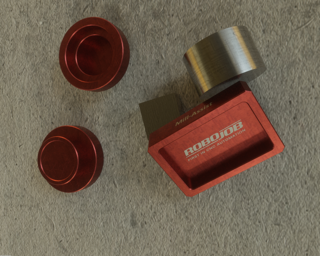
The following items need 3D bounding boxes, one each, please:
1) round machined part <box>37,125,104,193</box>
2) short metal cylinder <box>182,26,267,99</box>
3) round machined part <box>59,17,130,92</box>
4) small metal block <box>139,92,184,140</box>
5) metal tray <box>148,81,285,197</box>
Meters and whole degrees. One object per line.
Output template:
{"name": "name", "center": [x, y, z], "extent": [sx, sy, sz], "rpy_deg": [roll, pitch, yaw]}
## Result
{"name": "round machined part", "center": [-0.135, 0.045, 0.446], "extent": [0.098, 0.042, 0.097], "rpy_deg": [0, 90, 19]}
{"name": "short metal cylinder", "center": [0.073, -0.072, 0.354], "extent": [0.080, 0.080, 0.050], "rpy_deg": [-25, 82, 18]}
{"name": "round machined part", "center": [-0.086, -0.098, 0.429], "extent": [0.098, 0.042, 0.097], "rpy_deg": [0, 90, 19]}
{"name": "small metal block", "center": [0.005, -0.014, 0.406], "extent": [0.050, 0.025, 0.050], "rpy_deg": [-16, 85, 19]}
{"name": "metal tray", "center": [0.063, 0.017, 0.359], "extent": [0.130, 0.030, 0.090], "rpy_deg": [-31, 114, 17]}
